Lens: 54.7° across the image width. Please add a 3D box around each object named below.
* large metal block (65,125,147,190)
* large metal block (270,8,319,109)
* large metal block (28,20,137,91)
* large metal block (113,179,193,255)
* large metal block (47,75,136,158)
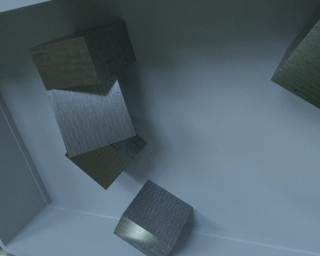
[{"bbox_3d":[-0.080,0.031,0.452,0.080,0.050,0.080,41,129,0],"label":"large metal block"},{"bbox_3d":[0.156,-0.059,0.258,0.080,0.050,0.080,33,149,6],"label":"large metal block"},{"bbox_3d":[-0.087,-0.086,0.364,0.080,0.080,0.050,-2,117,29],"label":"large metal block"},{"bbox_3d":[-0.009,0.137,0.461,0.080,0.080,0.050,31,128,7],"label":"large metal block"},{"bbox_3d":[-0.081,-0.015,0.383,0.080,0.050,0.080,-19,90,-6],"label":"large metal block"}]
